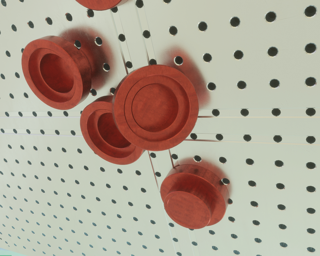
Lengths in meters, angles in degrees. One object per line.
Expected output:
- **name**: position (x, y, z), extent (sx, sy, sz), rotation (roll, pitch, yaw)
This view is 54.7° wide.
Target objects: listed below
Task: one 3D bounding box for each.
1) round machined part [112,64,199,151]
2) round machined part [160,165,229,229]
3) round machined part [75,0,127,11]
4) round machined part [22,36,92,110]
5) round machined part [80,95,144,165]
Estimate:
- **round machined part**: position (-0.007, -0.025, 0.366), extent (0.098, 0.098, 0.042), rotation (61, 170, -15)
- **round machined part**: position (0.044, 0.104, 0.440), extent (0.098, 0.042, 0.097), rotation (13, 124, 20)
- **round machined part**: position (-0.073, -0.176, 0.329), extent (0.098, 0.042, 0.097), rotation (13, 124, 20)
- **round machined part**: position (-0.134, -0.077, 0.421), extent (0.098, 0.042, 0.097), rotation (13, 124, 20)
- **round machined part**: position (-0.057, -0.001, 0.428), extent (0.098, 0.042, 0.097), rotation (13, 124, 20)
